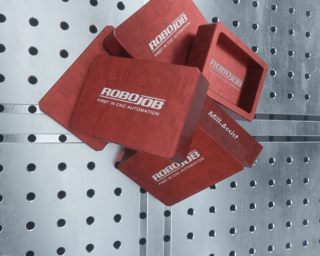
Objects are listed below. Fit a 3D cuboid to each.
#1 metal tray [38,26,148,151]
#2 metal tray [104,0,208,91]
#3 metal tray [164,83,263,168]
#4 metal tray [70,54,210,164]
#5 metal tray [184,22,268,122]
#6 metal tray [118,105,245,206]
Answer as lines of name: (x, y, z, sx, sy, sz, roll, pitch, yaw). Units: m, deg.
metal tray: (-0.072, -0.048, 0.383, 0.090, 0.030, 0.130, 41, 77, -17)
metal tray: (0.005, -0.114, 0.391, 0.090, 0.030, 0.130, 49, 61, -17)
metal tray: (0.057, -0.003, 0.398, 0.130, 0.090, 0.030, 40, 77, -16)
metal tray: (-0.024, -0.024, 0.323, 0.030, 0.130, 0.090, 30, 76, -61)
metal tray: (0.091, -0.070, 0.417, 0.131, 0.030, 0.090, 22, 82, -41)
metal tray: (0.023, 0.038, 0.370, 0.090, 0.129, 0.030, 40, 39, -16)
